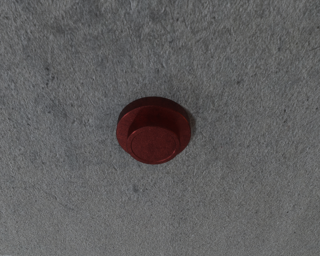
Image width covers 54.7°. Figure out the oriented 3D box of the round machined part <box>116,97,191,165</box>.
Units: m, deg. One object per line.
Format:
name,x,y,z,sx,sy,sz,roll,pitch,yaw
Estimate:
round machined part,-0.008,0.010,0.406,0.099,0.042,0.097,-1,130,0
